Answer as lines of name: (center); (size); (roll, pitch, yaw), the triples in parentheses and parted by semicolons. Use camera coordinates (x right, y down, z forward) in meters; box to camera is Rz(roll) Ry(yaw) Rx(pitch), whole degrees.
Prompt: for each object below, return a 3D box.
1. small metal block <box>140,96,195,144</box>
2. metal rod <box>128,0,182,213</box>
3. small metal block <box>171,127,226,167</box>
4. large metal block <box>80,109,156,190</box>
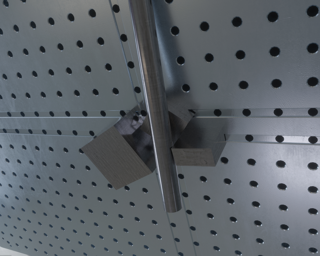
small metal block: (0.009, -0.008, 0.401); (0.050, 0.025, 0.050); (33, 129, 6)
metal rod: (-0.005, -0.036, 0.362); (0.025, 0.025, 0.298); (1, 110, 28)
small metal block: (0.049, 0.023, 0.383); (0.050, 0.050, 0.025); (-2, 118, 29)
large metal block: (-0.051, 0.032, 0.442); (0.080, 0.050, 0.080); (-31, 101, 38)
